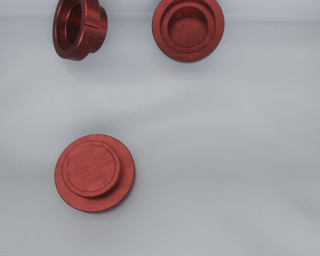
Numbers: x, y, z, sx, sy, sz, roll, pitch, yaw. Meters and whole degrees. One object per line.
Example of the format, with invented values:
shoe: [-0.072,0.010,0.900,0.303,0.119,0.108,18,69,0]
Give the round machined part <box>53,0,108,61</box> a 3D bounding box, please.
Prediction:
round machined part: [-0.109,-0.142,0.432,0.042,0.098,0.098,3,64,-43]

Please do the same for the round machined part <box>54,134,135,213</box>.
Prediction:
round machined part: [-0.080,0.053,0.380,0.099,0.042,0.098,0,70,-1]

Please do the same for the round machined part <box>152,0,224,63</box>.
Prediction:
round machined part: [0.040,-0.141,0.440,0.099,0.042,0.097,0,94,6]
